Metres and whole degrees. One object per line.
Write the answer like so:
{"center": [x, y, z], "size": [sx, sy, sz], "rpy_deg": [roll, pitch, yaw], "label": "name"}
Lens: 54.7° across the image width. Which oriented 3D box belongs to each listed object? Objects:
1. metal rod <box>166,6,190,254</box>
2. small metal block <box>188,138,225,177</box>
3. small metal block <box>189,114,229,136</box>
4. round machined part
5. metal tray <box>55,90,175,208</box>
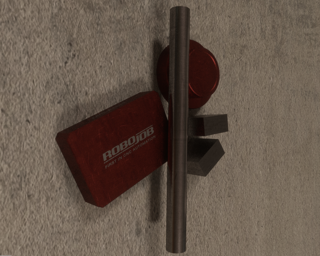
{"center": [0.022, 0.002, 0.385], "size": [0.025, 0.025, 0.298], "rpy_deg": [2, 89, -40], "label": "metal rod"}
{"center": [0.054, 0.040, 0.436], "size": [0.050, 0.050, 0.025], "rpy_deg": [-43, 117, -32], "label": "small metal block"}
{"center": [0.061, -0.005, 0.442], "size": [0.050, 0.050, 0.025], "rpy_deg": [-9, 96, -40], "label": "small metal block"}
{"center": [0.046, -0.075, 0.435], "size": [0.099, 0.042, 0.097], "rpy_deg": [0, 90, -40], "label": "round machined part"}
{"center": [-0.043, 0.020, 0.367], "size": [0.131, 0.030, 0.090], "rpy_deg": [-32, 110, -36], "label": "metal tray"}
